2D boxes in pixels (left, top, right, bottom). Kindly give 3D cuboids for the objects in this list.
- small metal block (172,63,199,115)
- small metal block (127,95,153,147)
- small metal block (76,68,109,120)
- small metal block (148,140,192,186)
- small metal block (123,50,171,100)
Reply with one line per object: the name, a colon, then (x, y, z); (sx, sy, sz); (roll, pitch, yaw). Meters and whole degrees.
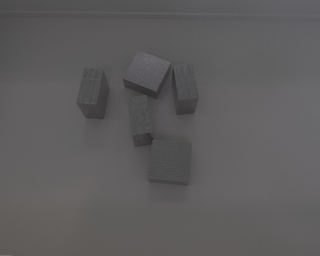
small metal block: (0.032, -0.051, 0.415); (0.025, 0.050, 0.050); (-7, 70, -2)
small metal block: (-0.025, -0.008, 0.399); (0.025, 0.050, 0.050); (-9, 70, -3)
small metal block: (-0.088, -0.044, 0.412); (0.025, 0.050, 0.050); (6, 70, 2)
small metal block: (0.013, 0.044, 0.393); (0.050, 0.025, 0.050); (5, 70, 2)
small metal block: (-0.018, -0.075, 0.437); (0.050, 0.025, 0.050); (23, 72, 8)
